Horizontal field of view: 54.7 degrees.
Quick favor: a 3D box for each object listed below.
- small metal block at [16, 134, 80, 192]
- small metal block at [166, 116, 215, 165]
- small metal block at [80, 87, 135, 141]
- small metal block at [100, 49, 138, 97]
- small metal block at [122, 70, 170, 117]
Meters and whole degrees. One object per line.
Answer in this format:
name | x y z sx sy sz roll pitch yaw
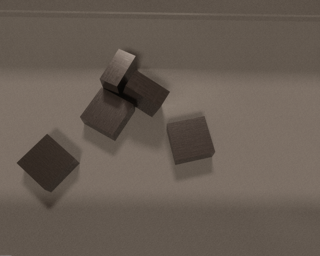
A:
small metal block | -0.140 0.044 0.392 0.050 0.025 0.050 39 74 12
small metal block | 0.039 0.016 0.404 0.050 0.025 0.050 -12 71 -5
small metal block | -0.069 -0.018 0.416 0.050 0.025 0.050 29 72 9
small metal block | -0.054 -0.070 0.421 0.025 0.050 0.050 25 72 9
small metal block | -0.020 -0.043 0.406 0.050 0.050 0.025 32 73 -5
